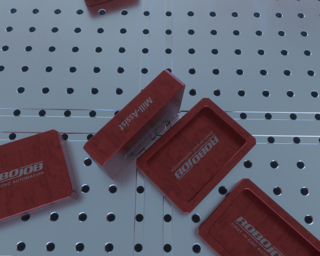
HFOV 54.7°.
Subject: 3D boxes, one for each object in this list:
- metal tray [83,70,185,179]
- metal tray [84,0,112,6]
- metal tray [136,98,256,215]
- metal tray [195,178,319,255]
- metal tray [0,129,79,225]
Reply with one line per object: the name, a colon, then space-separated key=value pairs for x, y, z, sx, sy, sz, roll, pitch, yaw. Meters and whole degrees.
metal tray: x=-0.027 y=-0.002 z=0.376 sx=0.030 sy=0.090 sz=0.130 roll=42 pitch=75 yaw=11
metal tray: x=-0.097 y=-0.269 z=0.505 sx=0.091 sy=0.030 sz=0.130 roll=-19 pitch=71 yaw=-7
metal tray: x=0.046 y=0.034 z=0.397 sx=0.130 sy=0.030 sz=0.090 roll=-43 pitch=76 yaw=-14
metal tray: x=0.118 y=0.135 z=0.361 sx=0.130 sy=0.030 sz=0.090 roll=42 pitch=75 yaw=13
metal tray: x=-0.178 y=0.064 z=0.384 sx=0.131 sy=0.030 sz=0.090 roll=-18 pitch=71 yaw=-7
